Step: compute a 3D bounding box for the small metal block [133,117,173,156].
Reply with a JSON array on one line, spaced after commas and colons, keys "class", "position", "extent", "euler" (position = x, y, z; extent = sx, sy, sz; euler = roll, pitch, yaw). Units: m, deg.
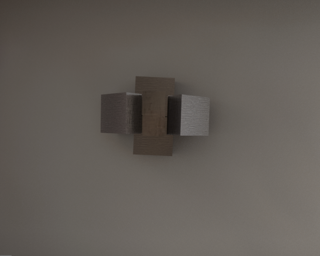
[{"class": "small metal block", "position": [-0.008, 0.010, 0.409], "extent": [0.050, 0.025, 0.050], "euler": [3, 90, 0]}]

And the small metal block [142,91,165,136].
[{"class": "small metal block", "position": [-0.007, -0.016, 0.371], "extent": [0.025, 0.050, 0.050], "euler": [1, 90, -1]}]

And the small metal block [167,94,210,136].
[{"class": "small metal block", "position": [0.037, -0.016, 0.398], "extent": [0.050, 0.025, 0.050], "euler": [1, 91, -39]}]

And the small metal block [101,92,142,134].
[{"class": "small metal block", "position": [-0.050, -0.018, 0.395], "extent": [0.050, 0.025, 0.050], "euler": [1, 90, 43]}]

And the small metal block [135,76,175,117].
[{"class": "small metal block", "position": [-0.007, -0.040, 0.409], "extent": [0.050, 0.025, 0.050], "euler": [3, 90, -1]}]
